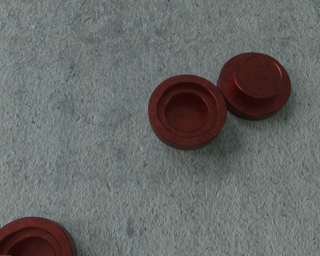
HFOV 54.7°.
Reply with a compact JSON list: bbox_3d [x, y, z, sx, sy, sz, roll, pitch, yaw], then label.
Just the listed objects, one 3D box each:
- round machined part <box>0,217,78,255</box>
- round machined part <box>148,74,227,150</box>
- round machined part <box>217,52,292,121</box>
[{"bbox_3d":[-0.140,0.150,0.343,0.099,0.042,0.098,0,70,0],"label":"round machined part"},{"bbox_3d":[0.035,-0.017,0.405,0.099,0.042,0.098,0,70,0],"label":"round machined part"},{"bbox_3d":[0.130,-0.062,0.423,0.099,0.042,0.098,0,70,0],"label":"round machined part"}]
